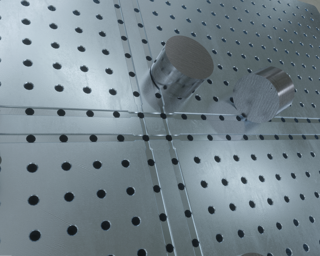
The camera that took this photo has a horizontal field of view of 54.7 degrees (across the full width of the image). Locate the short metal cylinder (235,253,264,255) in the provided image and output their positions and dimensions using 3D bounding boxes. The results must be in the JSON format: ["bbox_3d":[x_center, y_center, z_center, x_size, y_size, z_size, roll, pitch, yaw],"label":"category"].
[{"bbox_3d":[0.091,0.180,0.333,0.081,0.050,0.080,14,56,-21],"label":"short metal cylinder"}]

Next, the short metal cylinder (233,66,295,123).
[{"bbox_3d":[0.166,-0.054,0.498,0.050,0.080,0.080,-27,77,-37],"label":"short metal cylinder"}]

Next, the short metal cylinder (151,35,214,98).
[{"bbox_3d":[0.033,-0.092,0.468,0.081,0.050,0.080,14,56,-21],"label":"short metal cylinder"}]
